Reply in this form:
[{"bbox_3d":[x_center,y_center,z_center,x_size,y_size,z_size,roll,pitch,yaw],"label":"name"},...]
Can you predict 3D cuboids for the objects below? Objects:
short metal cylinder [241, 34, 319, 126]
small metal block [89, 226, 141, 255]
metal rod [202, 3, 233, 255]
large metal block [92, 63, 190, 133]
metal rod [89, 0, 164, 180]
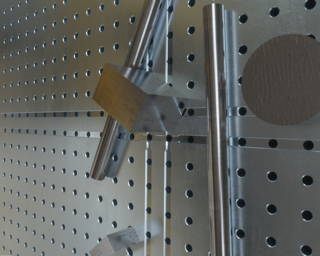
[{"bbox_3d":[0.125,-0.042,0.290,0.080,0.050,0.080,0,90,40],"label":"short metal cylinder"},{"bbox_3d":[-0.065,0.171,0.447,0.050,0.050,0.025,-48,62,29],"label":"small metal block"},{"bbox_3d":[0.066,0.010,0.354,0.025,0.025,0.298,-3,88,40],"label":"metal rod"},{"bbox_3d":[-0.024,-0.037,0.394,0.080,0.081,0.050,39,114,33],"label":"large metal block"},{"bbox_3d":[-0.050,-0.058,0.450,0.025,0.025,0.298,32,110,35],"label":"metal rod"}]
